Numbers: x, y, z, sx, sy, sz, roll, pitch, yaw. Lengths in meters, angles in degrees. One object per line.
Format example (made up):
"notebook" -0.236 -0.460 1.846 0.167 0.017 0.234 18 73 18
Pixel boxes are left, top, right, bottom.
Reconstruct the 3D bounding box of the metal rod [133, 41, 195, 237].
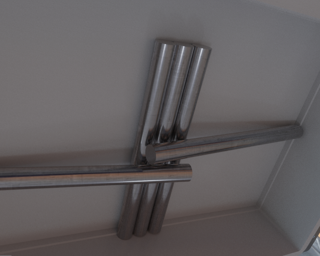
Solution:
"metal rod" -0.002 0.032 0.427 0.025 0.025 0.298 -2 119 -28

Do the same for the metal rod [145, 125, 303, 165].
"metal rod" 0.114 0.019 0.461 0.303 0.025 0.025 -6 121 -33

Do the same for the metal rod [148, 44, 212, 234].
"metal rod" 0.020 0.032 0.440 0.025 0.025 0.298 -2 119 -28

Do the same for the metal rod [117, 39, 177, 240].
"metal rod" -0.024 0.033 0.416 0.025 0.025 0.298 -2 119 -28

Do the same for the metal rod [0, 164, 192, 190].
"metal rod" -0.101 0.058 0.368 0.303 0.025 0.025 2 118 -23
